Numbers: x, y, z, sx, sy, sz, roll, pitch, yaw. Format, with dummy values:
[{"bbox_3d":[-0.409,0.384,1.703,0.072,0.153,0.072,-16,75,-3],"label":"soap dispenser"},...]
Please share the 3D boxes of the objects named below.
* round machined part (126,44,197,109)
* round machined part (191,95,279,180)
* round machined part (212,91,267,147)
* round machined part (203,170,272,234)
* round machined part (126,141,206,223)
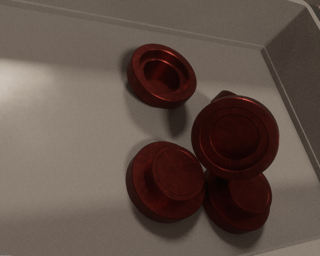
[{"bbox_3d":[-0.001,-0.068,0.437,0.099,0.042,0.098,14,56,-21],"label":"round machined part"},{"bbox_3d":[0.090,0.009,0.370,0.098,0.098,0.042,48,24,5],"label":"round machined part"},{"bbox_3d":[0.106,-0.003,0.432,0.042,0.098,0.098,-44,87,-4],"label":"round machined part"},{"bbox_3d":[0.105,0.084,0.402,0.099,0.042,0.098,14,56,-21],"label":"round machined part"},{"bbox_3d":[0.013,0.059,0.367,0.099,0.042,0.098,14,56,-21],"label":"round machined part"}]
